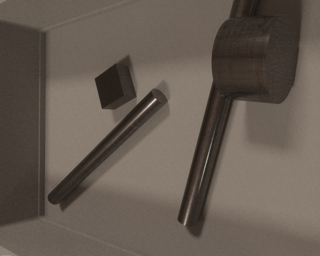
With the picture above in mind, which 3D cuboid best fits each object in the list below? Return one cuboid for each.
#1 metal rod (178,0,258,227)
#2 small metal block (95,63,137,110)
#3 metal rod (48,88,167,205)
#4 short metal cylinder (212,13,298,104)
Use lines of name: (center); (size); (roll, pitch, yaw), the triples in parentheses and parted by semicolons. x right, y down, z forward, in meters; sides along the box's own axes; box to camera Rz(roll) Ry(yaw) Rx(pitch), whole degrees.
metal rod: (0.067, -0.029, 0.350); (0.025, 0.025, 0.298); (21, 103, 37)
small metal block: (-0.066, -0.060, 0.459); (0.050, 0.025, 0.050); (-25, 74, 37)
metal rod: (-0.096, 0.043, 0.483); (0.299, 0.025, 0.025); (-42, 65, 31)
short metal cylinder: (0.092, -0.065, 0.294); (0.050, 0.081, 0.079); (10, 97, 39)
